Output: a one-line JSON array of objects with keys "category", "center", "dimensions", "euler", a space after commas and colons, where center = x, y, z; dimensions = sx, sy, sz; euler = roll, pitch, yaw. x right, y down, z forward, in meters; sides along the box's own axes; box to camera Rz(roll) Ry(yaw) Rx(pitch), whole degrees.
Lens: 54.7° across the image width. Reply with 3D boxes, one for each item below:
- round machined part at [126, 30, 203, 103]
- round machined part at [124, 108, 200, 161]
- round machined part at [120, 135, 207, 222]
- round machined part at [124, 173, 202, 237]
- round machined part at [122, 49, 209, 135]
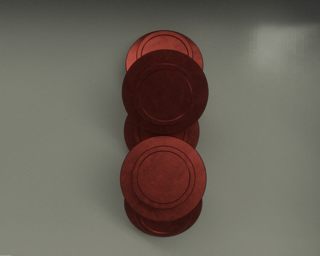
[{"category": "round machined part", "center": [0.006, -0.082, 0.390], "dimensions": [0.099, 0.042, 0.098], "euler": [0, 74, -1]}, {"category": "round machined part", "center": [0.002, 0.004, 0.401], "dimensions": [0.099, 0.042, 0.097], "euler": [0, 89, 0]}, {"category": "round machined part", "center": [0.004, 0.056, 0.350], "dimensions": [0.099, 0.042, 0.098], "euler": [0, 79, 0]}, {"category": "round machined part", "center": [0.004, 0.095, 0.388], "dimensions": [0.099, 0.042, 0.097], "euler": [0, 105, 0]}, {"category": "round machined part", "center": [0.006, -0.039, 0.350], "dimensions": [0.099, 0.042, 0.097], "euler": [0, 102, 0]}]
